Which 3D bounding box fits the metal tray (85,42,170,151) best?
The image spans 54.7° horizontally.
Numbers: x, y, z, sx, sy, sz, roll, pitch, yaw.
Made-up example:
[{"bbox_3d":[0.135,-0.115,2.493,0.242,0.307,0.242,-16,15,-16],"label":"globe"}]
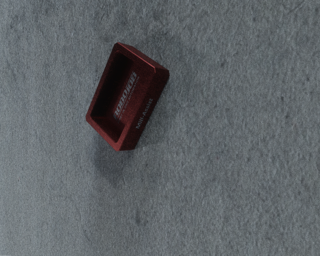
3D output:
[{"bbox_3d":[-0.050,-0.043,0.440,0.090,0.030,0.129,40,114,32],"label":"metal tray"}]
